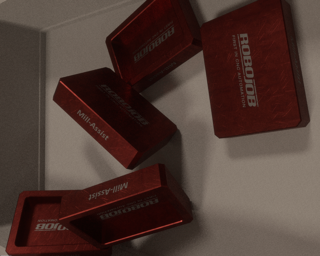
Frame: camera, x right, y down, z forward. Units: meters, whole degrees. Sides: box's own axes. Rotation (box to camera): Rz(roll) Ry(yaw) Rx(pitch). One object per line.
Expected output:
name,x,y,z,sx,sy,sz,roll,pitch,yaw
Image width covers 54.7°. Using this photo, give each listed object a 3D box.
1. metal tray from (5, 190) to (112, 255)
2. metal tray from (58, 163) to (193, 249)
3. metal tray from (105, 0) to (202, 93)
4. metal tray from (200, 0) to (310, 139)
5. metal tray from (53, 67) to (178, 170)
metal tray,-0.132,0.133,0.430,0.030,0.131,0.090,99,168,-48
metal tray,-0.038,0.096,0.362,0.130,0.090,0.030,-21,44,12
metal tray,-0.011,-0.113,0.410,0.130,0.030,0.090,-29,72,35
metal tray,0.095,-0.059,0.324,0.090,0.030,0.129,-12,83,39
metal tray,-0.052,-0.018,0.379,0.130,0.091,0.030,41,124,11
